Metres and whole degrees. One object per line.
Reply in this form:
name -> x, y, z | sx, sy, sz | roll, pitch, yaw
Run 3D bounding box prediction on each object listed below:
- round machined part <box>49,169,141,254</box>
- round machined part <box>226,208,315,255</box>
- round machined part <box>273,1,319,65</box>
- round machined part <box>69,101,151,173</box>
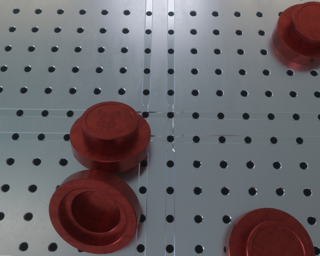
round machined part -> -0.070, 0.090, 0.352 | 0.098, 0.042, 0.097 | 3, 111, 7
round machined part -> 0.128, 0.141, 0.352 | 0.099, 0.042, 0.098 | 0, 70, 0
round machined part -> 0.223, -0.145, 0.457 | 0.099, 0.042, 0.098 | 0, 70, 0
round machined part -> -0.060, 0.004, 0.380 | 0.099, 0.042, 0.098 | 3, 43, -3
